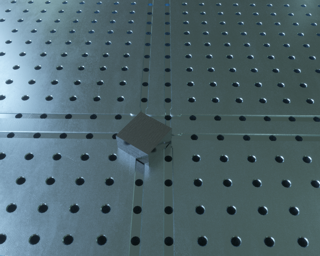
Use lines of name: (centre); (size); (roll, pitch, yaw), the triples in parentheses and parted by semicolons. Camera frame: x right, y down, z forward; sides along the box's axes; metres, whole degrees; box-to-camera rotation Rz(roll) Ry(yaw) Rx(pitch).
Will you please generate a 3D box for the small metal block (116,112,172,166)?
small metal block: (-0.020, 0.013, 0.397); (0.050, 0.025, 0.050); (29, 55, 21)
